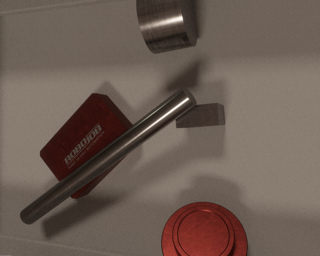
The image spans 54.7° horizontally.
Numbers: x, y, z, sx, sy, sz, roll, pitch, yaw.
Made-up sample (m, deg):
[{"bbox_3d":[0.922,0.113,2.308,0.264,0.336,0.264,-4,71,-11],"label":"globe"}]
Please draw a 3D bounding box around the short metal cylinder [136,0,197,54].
[{"bbox_3d":[0.011,-0.135,0.377,0.050,0.080,0.080,-7,88,19],"label":"short metal cylinder"}]

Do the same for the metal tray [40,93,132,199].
[{"bbox_3d":[-0.100,0.026,0.442,0.130,0.030,0.090,-45,77,14],"label":"metal tray"}]

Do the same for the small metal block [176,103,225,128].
[{"bbox_3d":[0.050,-0.014,0.379,0.050,0.050,0.025,-5,89,19],"label":"small metal block"}]

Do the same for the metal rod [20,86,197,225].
[{"bbox_3d":[-0.080,0.046,0.396,0.299,0.025,0.025,-36,79,21],"label":"metal rod"}]

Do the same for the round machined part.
[{"bbox_3d":[0.050,0.129,0.356,0.099,0.042,0.098,-4,50,6],"label":"round machined part"}]
